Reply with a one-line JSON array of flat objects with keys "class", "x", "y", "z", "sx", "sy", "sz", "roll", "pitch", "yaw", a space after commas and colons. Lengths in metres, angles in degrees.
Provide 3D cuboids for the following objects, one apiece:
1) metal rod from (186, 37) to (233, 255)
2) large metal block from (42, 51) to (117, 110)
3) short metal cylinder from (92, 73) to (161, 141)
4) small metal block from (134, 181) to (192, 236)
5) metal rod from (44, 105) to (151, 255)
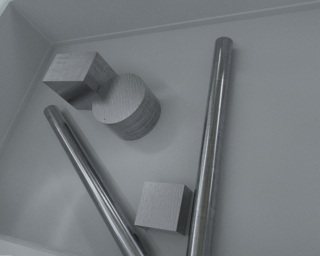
[{"class": "metal rod", "x": 0.062, "y": 0.014, "z": 0.364, "sx": 0.025, "sy": 0.025, "sz": 0.299, "roll": -2, "pitch": 60, "yaw": 27}, {"class": "large metal block", "x": -0.112, "y": -0.068, "z": 0.469, "sx": 0.080, "sy": 0.080, "sz": 0.050, "roll": 4, "pitch": 64, "yaw": 30}, {"class": "short metal cylinder", "x": -0.046, "y": -0.029, "z": 0.430, "sx": 0.080, "sy": 0.050, "sz": 0.080, "roll": -13, "pitch": 56, "yaw": 20}, {"class": "small metal block", "x": 0.005, "y": 0.090, "z": 0.347, "sx": 0.050, "sy": 0.025, "sz": 0.050, "roll": -1, "pitch": 61, "yaw": 27}, {"class": "metal rod", "x": -0.100, "y": 0.057, "z": 0.421, "sx": 0.025, "sy": 0.025, "sz": 0.300, "roll": -42, "pitch": 51, "yaw": -1}]
